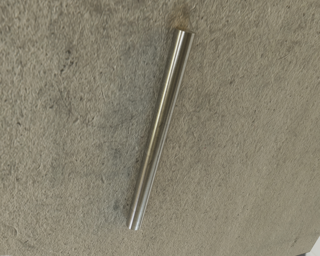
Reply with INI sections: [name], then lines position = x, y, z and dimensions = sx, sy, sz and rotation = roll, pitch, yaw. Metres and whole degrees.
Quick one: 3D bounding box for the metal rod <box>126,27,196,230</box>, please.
[metal rod]
position = -0.006, 0.019, 0.418
dimensions = 0.025, 0.025, 0.298
rotation = 0, 118, -29
